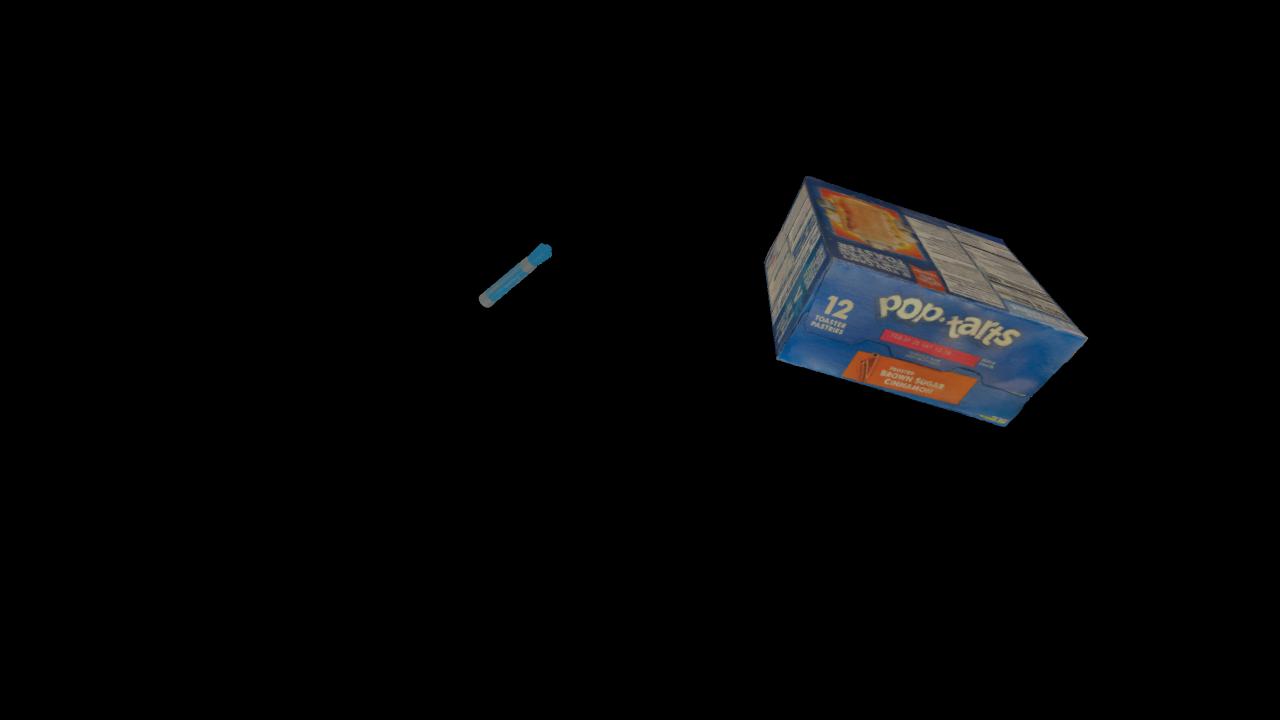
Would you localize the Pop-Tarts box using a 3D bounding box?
[{"bbox_3d":[0.184,-0.046,0.437,0.167,0.083,0.141,16,36,-5],"label":"Pop-Tarts box"}]

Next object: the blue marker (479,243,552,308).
[{"bbox_3d":[-0.146,-0.099,0.724,0.121,0.020,0.020,-32,-18,30],"label":"blue marker"}]
